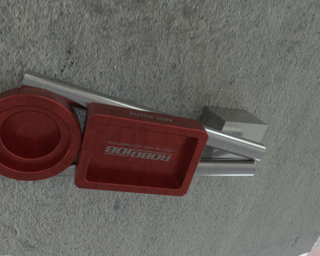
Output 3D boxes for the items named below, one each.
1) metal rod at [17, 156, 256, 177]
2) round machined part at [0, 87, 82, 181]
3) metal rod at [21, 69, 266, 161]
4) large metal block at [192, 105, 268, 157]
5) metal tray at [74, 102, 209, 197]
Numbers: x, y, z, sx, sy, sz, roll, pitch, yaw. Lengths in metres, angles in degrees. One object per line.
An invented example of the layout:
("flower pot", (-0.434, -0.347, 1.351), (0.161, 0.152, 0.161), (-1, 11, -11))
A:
("metal rod", (-0.019, 0.048, 0.387), (0.302, 0.025, 0.025), (2, 118, -16))
("round machined part", (-0.133, 0.003, 0.320), (0.099, 0.042, 0.097), (-7, 119, -13))
("metal rod", (-0.001, -0.007, 0.363), (0.302, 0.025, 0.025), (16, 110, -22))
("large metal block", (0.098, 0.017, 0.456), (0.081, 0.050, 0.079), (4, 117, -31))
("metal tray", (-0.021, 0.028, 0.344), (0.131, 0.030, 0.089), (9, 115, -19))
